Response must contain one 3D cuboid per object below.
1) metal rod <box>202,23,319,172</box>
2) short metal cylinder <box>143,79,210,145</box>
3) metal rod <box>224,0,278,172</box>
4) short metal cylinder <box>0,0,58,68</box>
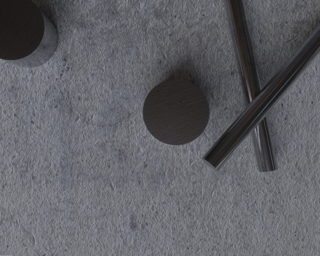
[{"bbox_3d":[0.160,-0.065,0.391,0.025,0.025,0.300,43,82,0],"label":"metal rod"},{"bbox_3d":[0.020,-0.019,0.398,0.081,0.050,0.079,0,90,0],"label":"short metal cylinder"},{"bbox_3d":[0.114,-0.091,0.410,0.025,0.025,0.298,-12,90,0],"label":"metal rod"},{"bbox_3d":[-0.179,-0.121,0.396,0.081,0.050,0.079,0,90,0],"label":"short metal cylinder"}]
